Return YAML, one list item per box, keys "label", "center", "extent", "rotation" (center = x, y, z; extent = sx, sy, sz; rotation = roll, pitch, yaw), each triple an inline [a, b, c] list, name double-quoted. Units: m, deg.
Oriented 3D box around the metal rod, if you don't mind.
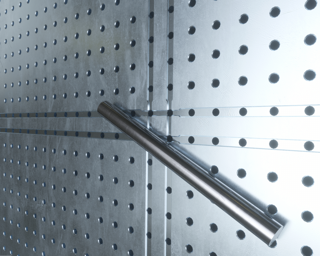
- label: "metal rod"
  center: [0.015, 0.039, 0.397]
  extent: [0.300, 0.025, 0.025]
  rotation: [34, 111, 34]
